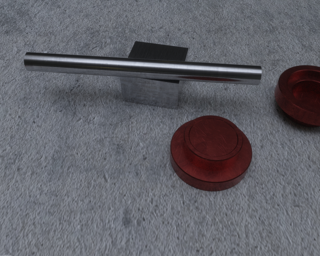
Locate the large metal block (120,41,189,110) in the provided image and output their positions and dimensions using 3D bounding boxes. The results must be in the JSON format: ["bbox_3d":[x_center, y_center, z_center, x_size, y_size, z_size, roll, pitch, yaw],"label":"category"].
[{"bbox_3d":[-0.006,-0.078,0.453,0.080,0.050,0.080,10,51,8],"label":"large metal block"}]

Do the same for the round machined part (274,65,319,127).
[{"bbox_3d":[0.208,-0.039,0.427,0.099,0.042,0.098,0,50,0],"label":"round machined part"}]

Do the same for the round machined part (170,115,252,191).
[{"bbox_3d":[0.062,0.023,0.374,0.099,0.042,0.098,0,50,0],"label":"round machined part"}]

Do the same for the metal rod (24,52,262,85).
[{"bbox_3d":[-0.024,-0.077,0.403,0.302,0.025,0.025,4,50,3],"label":"metal rod"}]
